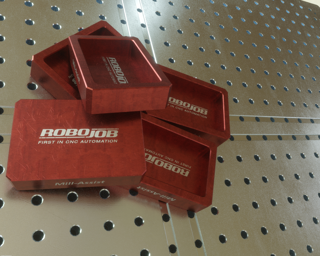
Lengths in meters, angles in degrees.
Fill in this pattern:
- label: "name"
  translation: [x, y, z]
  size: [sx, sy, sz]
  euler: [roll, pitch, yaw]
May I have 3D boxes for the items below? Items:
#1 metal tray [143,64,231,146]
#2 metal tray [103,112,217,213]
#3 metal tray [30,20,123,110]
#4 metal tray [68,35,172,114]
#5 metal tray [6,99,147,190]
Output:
- label: "metal tray"
  translation: [0.036, -0.032, 0.441]
  size: [0.131, 0.030, 0.090]
  euler: [17, 56, -19]
- label: "metal tray"
  translation: [0.004, 0.040, 0.381]
  size: [0.131, 0.030, 0.090]
  euler: [23, 54, -14]
- label: "metal tray"
  translation: [-0.087, -0.081, 0.406]
  size: [0.090, 0.030, 0.131]
  euler: [42, 51, 2]
- label: "metal tray"
  translation: [-0.052, -0.068, 0.363]
  size: [0.091, 0.030, 0.130]
  euler: [-5, 40, -22]
- label: "metal tray"
  translation: [-0.084, 0.015, 0.328]
  size: [0.131, 0.030, 0.090]
  euler: [-1, 62, -13]
